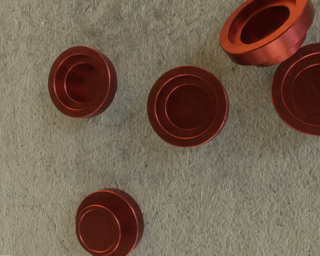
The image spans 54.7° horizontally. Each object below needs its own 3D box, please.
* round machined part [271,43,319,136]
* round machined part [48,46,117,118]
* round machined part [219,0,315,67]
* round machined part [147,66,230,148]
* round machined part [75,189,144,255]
[{"bbox_3d":[0.173,-0.040,0.339,0.098,0.042,0.097,0,90,20],"label":"round machined part"},{"bbox_3d":[-0.104,-0.062,0.437,0.098,0.042,0.097,0,90,20],"label":"round machined part"},{"bbox_3d":[0.119,-0.106,0.340,0.098,0.042,0.098,-29,40,27],"label":"round machined part"},{"bbox_3d":[0.037,-0.026,0.387,0.098,0.042,0.097,0,90,20],"label":"round machined part"},{"bbox_3d":[-0.075,0.135,0.427,0.098,0.042,0.097,0,90,20],"label":"round machined part"}]
